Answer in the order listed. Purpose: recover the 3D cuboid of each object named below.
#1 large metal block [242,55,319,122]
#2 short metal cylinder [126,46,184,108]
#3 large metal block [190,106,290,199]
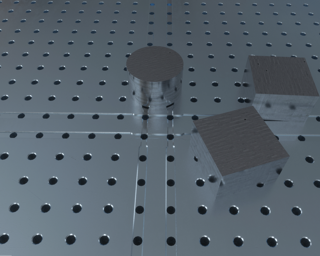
[{"bbox_3d":[0.166,-0.057,0.440,0.080,0.050,0.080,3,50,2],"label":"large metal block"},{"bbox_3d":[-0.007,-0.076,0.455,0.081,0.050,0.080,0,50,0],"label":"short metal cylinder"},{"bbox_3d":[0.089,0.027,0.369,0.081,0.050,0.080,-14,52,-12],"label":"large metal block"}]
